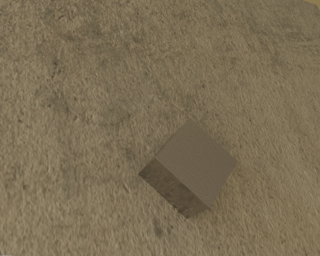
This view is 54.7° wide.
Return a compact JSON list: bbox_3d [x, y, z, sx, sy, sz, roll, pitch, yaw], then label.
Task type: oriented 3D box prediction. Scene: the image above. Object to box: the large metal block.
[{"bbox_3d":[0.035,0.049,0.379,0.080,0.050,0.080,43,51,1],"label":"large metal block"}]
